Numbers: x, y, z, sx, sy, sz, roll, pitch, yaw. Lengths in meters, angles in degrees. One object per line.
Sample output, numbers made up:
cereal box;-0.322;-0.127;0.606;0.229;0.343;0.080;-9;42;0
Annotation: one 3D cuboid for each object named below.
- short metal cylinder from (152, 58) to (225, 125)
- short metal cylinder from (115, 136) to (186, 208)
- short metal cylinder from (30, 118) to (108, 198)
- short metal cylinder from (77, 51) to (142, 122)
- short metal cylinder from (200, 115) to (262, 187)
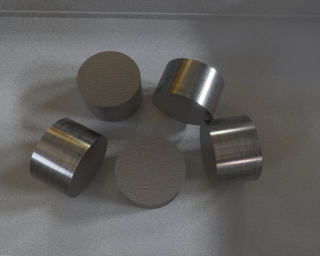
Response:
short metal cylinder;0.036;-0.044;0.397;0.080;0.080;0.050;20;71;7
short metal cylinder;-0.011;0.055;0.374;0.081;0.050;0.080;0;70;0
short metal cylinder;-0.104;0.034;0.364;0.050;0.080;0.080;26;72;9
short metal cylinder;-0.065;-0.055;0.414;0.081;0.050;0.080;0;70;0
short metal cylinder;0.081;0.027;0.370;0.050;0.080;0.080;-8;70;-3
